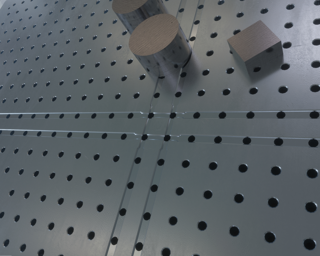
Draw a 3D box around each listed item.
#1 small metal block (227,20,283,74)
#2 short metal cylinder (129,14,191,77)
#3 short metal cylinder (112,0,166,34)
[{"bbox_3d":[0.125,-0.107,0.409,0.050,0.025,0.050,-30,52,9],"label":"small metal block"},{"bbox_3d":[0.000,-0.125,0.469,0.080,0.050,0.080,-13,56,21],"label":"short metal cylinder"},{"bbox_3d":[-0.036,-0.210,0.540,0.080,0.050,0.080,-13,56,21],"label":"short metal cylinder"}]
